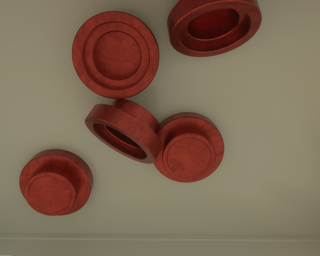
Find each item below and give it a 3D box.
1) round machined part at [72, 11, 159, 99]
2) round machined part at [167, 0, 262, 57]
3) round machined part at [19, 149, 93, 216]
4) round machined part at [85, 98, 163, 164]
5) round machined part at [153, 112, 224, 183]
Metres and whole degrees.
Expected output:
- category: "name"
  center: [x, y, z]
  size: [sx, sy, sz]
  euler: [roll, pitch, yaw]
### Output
- category: "round machined part"
  center: [-0.050, -0.087, 0.369]
  size: [0.099, 0.042, 0.097]
  euler: [0, 109, 0]
- category: "round machined part"
  center: [0.056, -0.122, 0.338]
  size: [0.099, 0.098, 0.042]
  euler: [-10, 72, 3]
- category: "round machined part"
  center: [-0.147, 0.082, 0.431]
  size: [0.099, 0.042, 0.097]
  euler: [0, 110, 0]
- category: "round machined part"
  center: [-0.039, 0.000, 0.382]
  size: [0.098, 0.098, 0.042]
  euler: [35, 68, -12]
- category: "round machined part"
  center: [0.037, 0.031, 0.414]
  size: [0.099, 0.042, 0.097]
  euler: [0, 110, 0]
